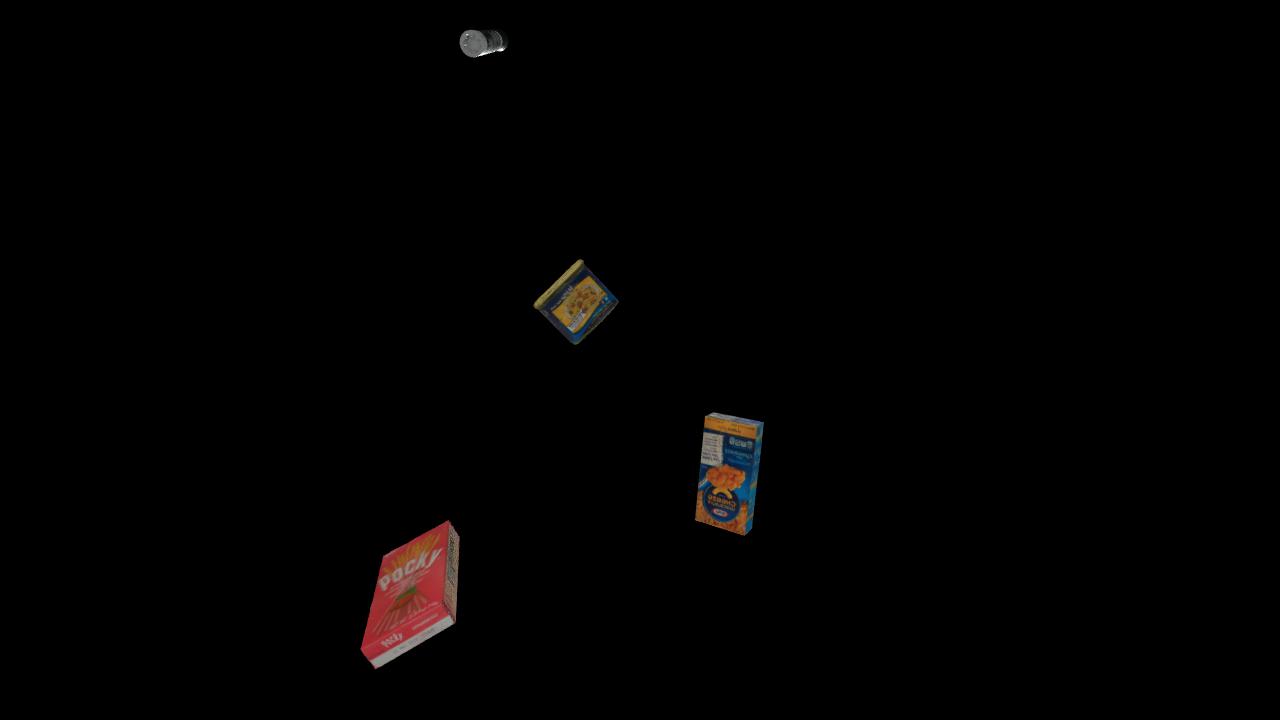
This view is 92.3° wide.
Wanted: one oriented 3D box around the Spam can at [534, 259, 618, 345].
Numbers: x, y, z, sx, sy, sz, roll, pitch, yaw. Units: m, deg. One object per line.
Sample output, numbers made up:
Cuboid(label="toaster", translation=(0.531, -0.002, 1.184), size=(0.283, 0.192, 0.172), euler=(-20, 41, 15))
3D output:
Cuboid(label="Spam can", translation=(-0.095, -0.087, 0.933), size=(0.085, 0.101, 0.058), euler=(45, 0, -19))

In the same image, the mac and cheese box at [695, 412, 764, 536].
Cuboid(label="mac and cheese box", translation=(0.145, 0.184, 1.006), size=(0.093, 0.184, 0.041), euler=(9, 11, 28))

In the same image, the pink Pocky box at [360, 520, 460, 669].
Cuboid(label="pink Pocky box", translation=(-0.230, 0.232, 0.630), size=(0.084, 0.029, 0.155), euler=(-28, 21, -6))

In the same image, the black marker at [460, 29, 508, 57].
Cuboid(label="black marker", translation=(-0.130, -0.271, 0.523), size=(0.020, 0.020, 0.121), euler=(0, 29, -1))
